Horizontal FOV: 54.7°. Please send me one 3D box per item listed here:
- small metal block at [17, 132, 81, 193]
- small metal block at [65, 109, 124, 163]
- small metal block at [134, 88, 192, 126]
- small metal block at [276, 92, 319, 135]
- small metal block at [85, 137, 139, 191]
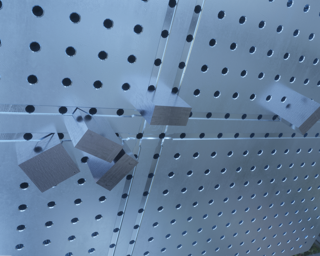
[{"bbox_3d":[-0.131,0.041,0.366,0.050,0.025,0.050,-29,129,-10],"label":"small metal block"},{"bbox_3d":[-0.077,0.009,0.360,0.050,0.050,0.025,31,101,-38],"label":"small metal block"},{"bbox_3d":[0.003,-0.026,0.382,0.050,0.050,0.025,1,118,-30],"label":"small metal block"},{"bbox_3d":[0.230,-0.024,0.509,0.050,0.050,0.025,-47,130,4],"label":"small metal block"},{"bbox_3d":[-0.061,0.041,0.389,0.050,0.050,0.025,-45,130,3],"label":"small metal block"}]
